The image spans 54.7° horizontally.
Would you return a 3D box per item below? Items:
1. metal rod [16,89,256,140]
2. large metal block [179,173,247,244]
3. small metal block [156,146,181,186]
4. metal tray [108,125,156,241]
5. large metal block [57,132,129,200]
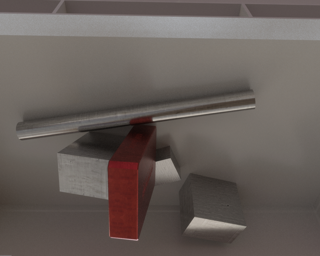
[{"bbox_3d":[-0.034,-0.016,0.395,0.302,0.025,0.025,-8,130,6],"label":"metal rod"},{"bbox_3d":[0.078,0.124,0.480,0.081,0.080,0.050,14,129,-12],"label":"large metal block"},{"bbox_3d":[-0.001,0.058,0.459,0.050,0.025,0.050,-15,129,12],"label":"small metal block"},{"bbox_3d":[-0.029,0.057,0.370,0.030,0.130,0.089,4,108,6],"label":"metal tray"},{"bbox_3d":[-0.070,0.045,0.391,0.080,0.080,0.050,7,108,12],"label":"large metal block"}]
